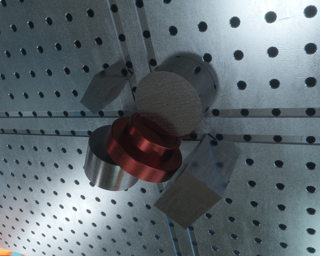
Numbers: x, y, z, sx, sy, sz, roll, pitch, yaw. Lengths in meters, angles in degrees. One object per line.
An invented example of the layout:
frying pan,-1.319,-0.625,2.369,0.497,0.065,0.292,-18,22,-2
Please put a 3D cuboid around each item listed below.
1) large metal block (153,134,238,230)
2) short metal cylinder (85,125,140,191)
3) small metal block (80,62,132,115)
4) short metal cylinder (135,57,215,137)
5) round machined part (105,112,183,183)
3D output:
large metal block,0.046,0.067,0.392,0.050,0.080,0.080,37,129,3
short metal cylinder,-0.061,0.040,0.431,0.080,0.080,0.050,27,128,10
small metal block,-0.069,-0.051,0.398,0.025,0.050,0.050,41,129,0
short metal cylinder,0.018,-0.037,0.361,0.080,0.050,0.079,13,124,20
round machined part,-0.014,0.017,0.381,0.098,0.098,0.042,35,117,4
